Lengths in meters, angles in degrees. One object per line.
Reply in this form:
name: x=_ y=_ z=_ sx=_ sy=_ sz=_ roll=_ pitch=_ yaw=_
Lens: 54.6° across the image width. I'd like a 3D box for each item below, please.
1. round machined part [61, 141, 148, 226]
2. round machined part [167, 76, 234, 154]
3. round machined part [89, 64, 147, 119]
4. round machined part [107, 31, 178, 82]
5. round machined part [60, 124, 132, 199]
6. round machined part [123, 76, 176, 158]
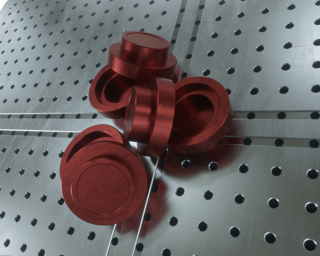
round machined part: x=-0.063 y=0.065 z=0.355 sx=0.099 sy=0.042 sz=0.097 roll=0 pitch=94 yaw=-5
round machined part: x=0.042 y=-0.012 z=0.383 sx=0.098 sy=0.042 sz=0.098 roll=-13 pitch=56 yaw=21
round machined part: x=-0.052 y=-0.055 z=0.458 sx=0.098 sy=0.042 sz=0.098 roll=-13 pitch=56 yaw=21
round machined part: x=-0.023 y=-0.106 z=0.440 sx=0.099 sy=0.042 sz=0.098 roll=10 pitch=32 yaw=-6
round machined part: x=-0.080 y=0.047 z=0.411 sx=0.098 sy=0.042 sz=0.098 roll=-13 pitch=56 yaw=21
round machined part: x=-0.017 y=-0.015 z=0.378 sx=0.042 sy=0.098 sz=0.098 roll=10 pitch=58 yaw=-14
